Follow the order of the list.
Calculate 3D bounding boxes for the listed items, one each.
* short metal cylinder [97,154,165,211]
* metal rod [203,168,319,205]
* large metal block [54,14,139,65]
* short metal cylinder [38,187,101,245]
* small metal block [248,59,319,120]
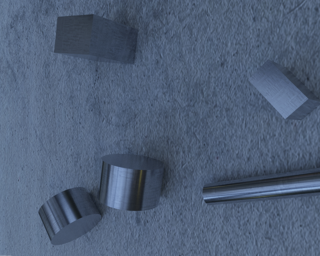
[{"bbox_3d":[-0.037,0.067,0.398,0.080,0.081,0.050,13,98,39],"label":"short metal cylinder"},{"bbox_3d":[0.169,0.042,0.264,0.300,0.025,0.025,-17,79,38],"label":"metal rod"},{"bbox_3d":[-0.090,-0.124,0.441,0.080,0.081,0.050,13,99,39],"label":"large metal block"},{"bbox_3d":[-0.139,0.136,0.481,0.080,0.081,0.050,-51,61,28],"label":"short metal cylinder"},{"bbox_3d":[0.118,-0.035,0.290,0.025,0.050,0.050,-49,61,29],"label":"small metal block"}]
